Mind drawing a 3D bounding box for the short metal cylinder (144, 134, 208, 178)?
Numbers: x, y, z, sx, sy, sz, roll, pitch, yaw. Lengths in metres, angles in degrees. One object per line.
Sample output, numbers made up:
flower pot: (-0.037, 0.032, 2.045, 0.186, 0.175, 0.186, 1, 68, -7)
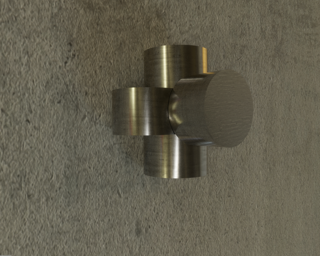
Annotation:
short metal cylinder: (0.020, 0.032, 0.389, 0.081, 0.080, 0.050, 0, 91, -40)

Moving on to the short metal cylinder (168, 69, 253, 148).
short metal cylinder: (0.056, -0.020, 0.334, 0.081, 0.050, 0.079, 0, 90, -40)

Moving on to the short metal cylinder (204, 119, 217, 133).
short metal cylinder: (0.047, -0.019, 0.412, 0.081, 0.080, 0.050, -1, 91, -40)

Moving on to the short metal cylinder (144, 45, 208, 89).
short metal cylinder: (0.020, -0.070, 0.389, 0.081, 0.080, 0.050, -2, 92, -40)

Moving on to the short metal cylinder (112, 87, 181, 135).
short metal cylinder: (-0.015, -0.018, 0.360, 0.081, 0.080, 0.050, -2, 91, -40)
